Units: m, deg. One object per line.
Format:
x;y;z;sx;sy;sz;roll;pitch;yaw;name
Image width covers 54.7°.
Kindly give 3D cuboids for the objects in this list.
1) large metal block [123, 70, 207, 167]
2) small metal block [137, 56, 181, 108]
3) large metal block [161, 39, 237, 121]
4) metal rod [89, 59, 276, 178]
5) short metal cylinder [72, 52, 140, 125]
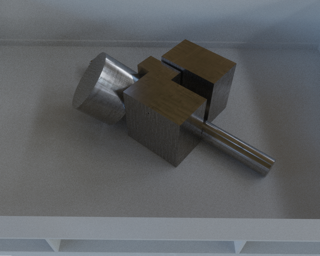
0.005;-0.011;0.378;0.080;0.080;0.050;32;57;23;large metal block
-0.001;-0.059;0.407;0.050;0.050;0.025;33;58;24;small metal block
0.049;-0.061;0.420;0.080;0.080;0.050;33;57;24;large metal block
0.014;-0.025;0.425;0.300;0.025;0.025;32;57;23;metal rod
-0.071;-0.050;0.401;0.050;0.080;0.080;29;43;-29;short metal cylinder
